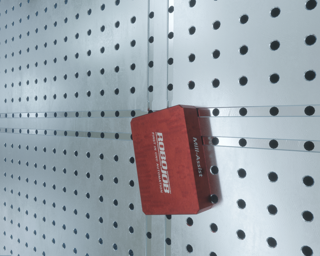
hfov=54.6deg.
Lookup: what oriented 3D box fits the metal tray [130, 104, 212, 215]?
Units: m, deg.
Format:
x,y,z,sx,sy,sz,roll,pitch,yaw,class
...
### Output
x,y,z,sx,sy,sz,roll,pitch,yaw,class
0.011,0.043,0.398,0.090,0.030,0.129,-14,81,39,metal tray
